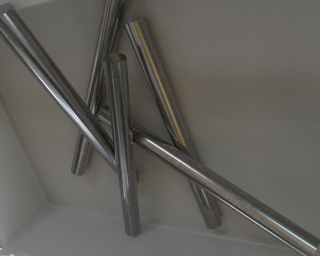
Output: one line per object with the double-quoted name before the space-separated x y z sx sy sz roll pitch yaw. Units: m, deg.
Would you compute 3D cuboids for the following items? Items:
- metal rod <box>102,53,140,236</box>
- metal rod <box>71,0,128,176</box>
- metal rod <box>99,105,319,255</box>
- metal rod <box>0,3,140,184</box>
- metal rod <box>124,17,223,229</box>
"metal rod" -0.046 0.046 0.414 0.025 0.025 0.298 15 129 20
"metal rod" -0.092 -0.038 0.431 0.025 0.025 0.298 29 128 9
"metal rod" 0.040 0.052 0.376 0.300 0.025 0.025 32 130 23
"metal rod" -0.091 -0.009 0.373 0.025 0.025 0.299 4 145 26
"metal rod" 0.025 0.009 0.399 0.025 0.025 0.299 -10 114 32
